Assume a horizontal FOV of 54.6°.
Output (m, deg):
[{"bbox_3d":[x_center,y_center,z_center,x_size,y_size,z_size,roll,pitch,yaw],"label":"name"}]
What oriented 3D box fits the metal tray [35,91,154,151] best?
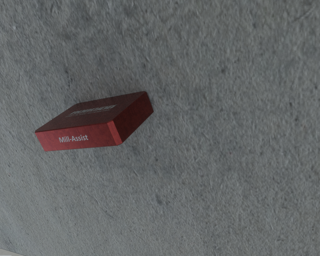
[{"bbox_3d":[-0.085,-0.009,0.404,0.130,0.090,0.030,-6,115,31],"label":"metal tray"}]
